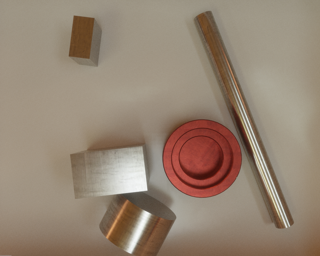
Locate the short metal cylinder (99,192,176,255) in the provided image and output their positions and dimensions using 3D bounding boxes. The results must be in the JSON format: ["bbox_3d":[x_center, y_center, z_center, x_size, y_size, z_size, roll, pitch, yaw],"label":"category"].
[{"bbox_3d":[-0.027,0.114,0.384,0.080,0.080,0.050,27,90,-1],"label":"short metal cylinder"}]

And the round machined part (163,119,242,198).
[{"bbox_3d":[0.052,0.038,0.404,0.099,0.042,0.097,0,90,-1],"label":"round machined part"}]

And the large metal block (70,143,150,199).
[{"bbox_3d":[-0.057,0.050,0.383,0.081,0.080,0.050,-7,89,0],"label":"large metal block"}]

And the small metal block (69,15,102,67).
[{"bbox_3d":[-0.095,-0.110,0.398,0.025,0.050,0.050,7,90,0],"label":"small metal block"}]

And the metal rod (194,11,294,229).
[{"bbox_3d":[0.112,-0.011,0.412,0.025,0.025,0.299,-21,90,0],"label":"metal rod"}]
